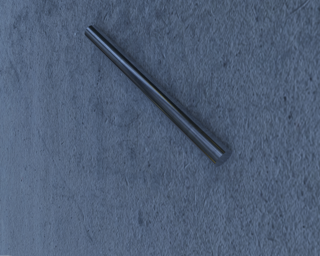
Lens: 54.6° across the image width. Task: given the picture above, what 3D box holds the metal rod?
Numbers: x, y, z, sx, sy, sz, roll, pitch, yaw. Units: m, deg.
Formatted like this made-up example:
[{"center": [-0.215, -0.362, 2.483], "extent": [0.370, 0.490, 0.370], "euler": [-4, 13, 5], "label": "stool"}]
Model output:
[{"center": [-0.019, -0.059, 0.421], "extent": [0.300, 0.025, 0.025], "euler": [46, 118, 30], "label": "metal rod"}]
